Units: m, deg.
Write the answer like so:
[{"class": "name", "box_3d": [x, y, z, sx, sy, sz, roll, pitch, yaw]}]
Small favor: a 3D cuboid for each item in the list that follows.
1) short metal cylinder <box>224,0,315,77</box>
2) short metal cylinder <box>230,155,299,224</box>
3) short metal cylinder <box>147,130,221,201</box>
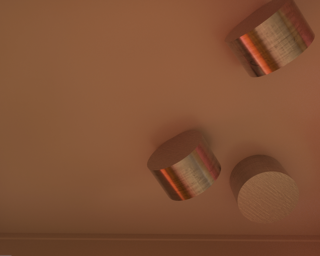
[{"class": "short metal cylinder", "box_3d": [0.120, -0.102, 0.345, 0.080, 0.080, 0.050, -37, 106, 12]}, {"class": "short metal cylinder", "box_3d": [0.142, 0.084, 0.430, 0.081, 0.050, 0.079, 0, 110, 0]}, {"class": "short metal cylinder", "box_3d": [0.031, 0.047, 0.399, 0.080, 0.080, 0.050, -30, 108, 10]}]
